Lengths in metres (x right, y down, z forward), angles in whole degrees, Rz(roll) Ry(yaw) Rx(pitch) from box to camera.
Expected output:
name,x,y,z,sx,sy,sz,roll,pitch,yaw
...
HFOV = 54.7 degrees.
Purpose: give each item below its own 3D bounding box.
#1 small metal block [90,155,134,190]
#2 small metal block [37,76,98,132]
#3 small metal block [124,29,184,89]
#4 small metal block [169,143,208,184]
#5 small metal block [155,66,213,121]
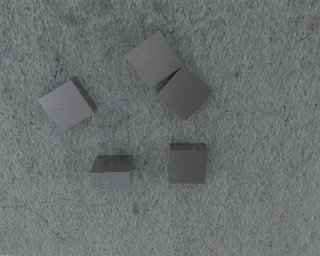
name,x,y,z,sx,sy,sz,roll,pitch,yaw
small metal block,-0.063,0.059,0.417,0.050,0.050,0.025,-1,110,0
small metal block,-0.117,-0.031,0.397,0.050,0.025,0.050,-29,108,10
small metal block,-0.007,-0.085,0.378,0.050,0.025,0.050,-34,107,11
small metal block,0.038,0.049,0.428,0.050,0.025,0.050,1,110,-1
small metal block,0.030,-0.045,0.393,0.050,0.025,0.050,38,106,-13
